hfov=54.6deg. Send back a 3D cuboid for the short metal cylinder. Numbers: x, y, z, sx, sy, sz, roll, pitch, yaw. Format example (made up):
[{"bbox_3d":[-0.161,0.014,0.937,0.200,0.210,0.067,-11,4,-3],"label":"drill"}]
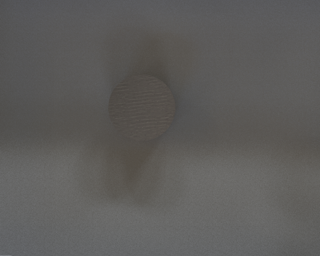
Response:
[{"bbox_3d":[-0.022,-0.025,0.397,0.080,0.050,0.080,0,90,0],"label":"short metal cylinder"}]
